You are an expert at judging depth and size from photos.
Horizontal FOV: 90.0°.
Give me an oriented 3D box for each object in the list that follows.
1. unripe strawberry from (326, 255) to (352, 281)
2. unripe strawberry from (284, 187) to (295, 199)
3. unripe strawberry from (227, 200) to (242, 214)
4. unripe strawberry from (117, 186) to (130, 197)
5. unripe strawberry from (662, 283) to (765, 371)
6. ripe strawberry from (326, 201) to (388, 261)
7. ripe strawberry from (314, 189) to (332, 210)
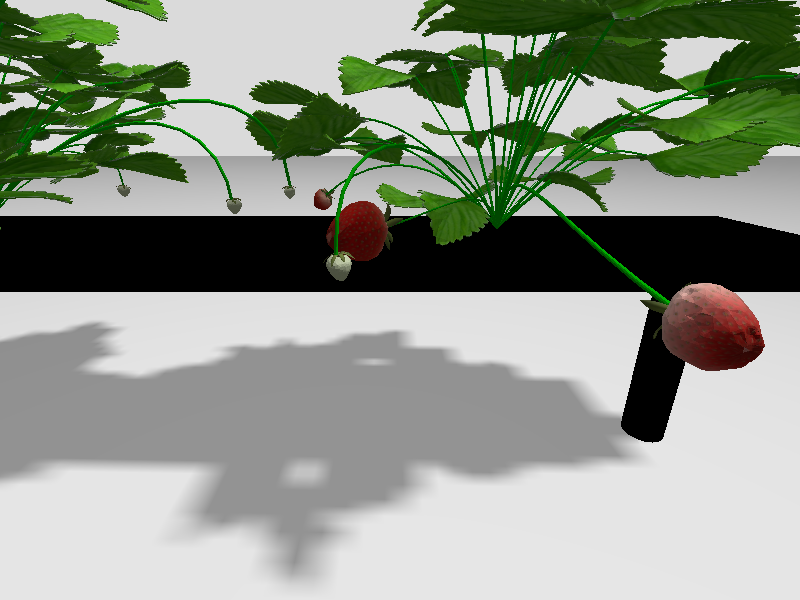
[{"bbox_3d":[-0.031,-0.016,0.204,0.013,0.014,0.014,15,26,34],"label":"unripe strawberry"},{"bbox_3d":[-0.097,-0.095,0.354,0.010,0.010,0.011,-1,21,-3],"label":"unripe strawberry"},{"bbox_3d":[-0.130,-0.073,0.314,0.011,0.011,0.010,3,21,7],"label":"unripe strawberry"},{"bbox_3d":[-0.361,-0.142,0.523,0.013,0.014,0.014,1,21,1],"label":"unripe strawberry"},{"bbox_3d":[0.098,0.010,0.126,0.025,0.028,0.027,-1,22,-3],"label":"unripe strawberry"},{"bbox_3d":[-0.028,-0.042,0.249,0.039,0.038,0.036,-19,28,-39],"label":"ripe strawberry"},{"bbox_3d":[-0.085,-0.110,0.441,0.022,0.022,0.020,-30,1,37],"label":"ripe strawberry"}]
